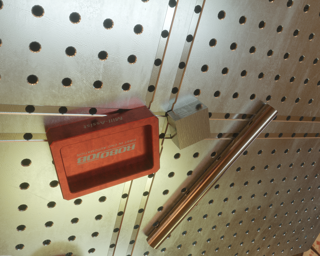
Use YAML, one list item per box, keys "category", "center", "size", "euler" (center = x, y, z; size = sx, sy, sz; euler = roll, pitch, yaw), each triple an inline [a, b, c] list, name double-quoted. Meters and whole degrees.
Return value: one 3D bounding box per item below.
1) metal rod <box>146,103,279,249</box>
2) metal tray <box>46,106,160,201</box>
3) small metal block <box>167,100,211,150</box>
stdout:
- category: "metal rod"
  center: [0.082, 0.082, 0.509]
  size: [0.025, 0.025, 0.299]
  euler: [35, 99, -39]
- category: "metal tray"
  center: [-0.066, 0.031, 0.392]
  size: [0.131, 0.030, 0.089]
  euler: [-15, 125, -20]
- category: "small metal block"
  center: [0.041, -0.004, 0.433]
  size: [0.050, 0.025, 0.050]
  euler: [-23, 127, -15]
